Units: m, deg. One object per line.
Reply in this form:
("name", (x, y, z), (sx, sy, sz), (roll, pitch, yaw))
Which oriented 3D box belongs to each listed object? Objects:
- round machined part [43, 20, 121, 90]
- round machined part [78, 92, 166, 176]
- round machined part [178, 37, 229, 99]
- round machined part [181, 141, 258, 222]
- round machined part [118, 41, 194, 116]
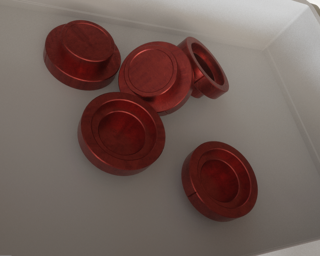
("round machined part", (-0.097, -0.101, 0.404), (0.099, 0.042, 0.098), (14, 56, -21))
("round machined part", (-0.047, 0.010, 0.362), (0.099, 0.042, 0.098), (12, 58, -20))
("round machined part", (0.056, -0.083, 0.461), (0.098, 0.042, 0.098), (36, 35, -30))
("round machined part", (0.070, 0.069, 0.390), (0.099, 0.042, 0.098), (14, 56, -21))
("round machined part", (-0.007, -0.066, 0.397), (0.098, 0.042, 0.098), (-2, 79, 12))
